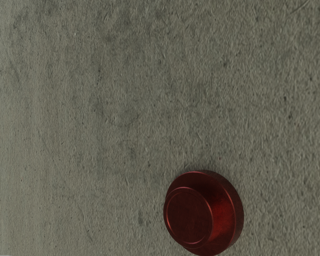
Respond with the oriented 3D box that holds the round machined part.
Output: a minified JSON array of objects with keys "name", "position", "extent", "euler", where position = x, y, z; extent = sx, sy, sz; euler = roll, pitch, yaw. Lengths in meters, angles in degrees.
[{"name":"round machined part","position":[0.043,0.100,0.360],"extent":[0.098,0.042,0.097],"euler":[0,90,40]}]
